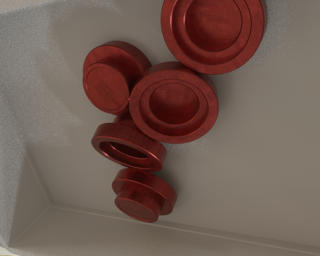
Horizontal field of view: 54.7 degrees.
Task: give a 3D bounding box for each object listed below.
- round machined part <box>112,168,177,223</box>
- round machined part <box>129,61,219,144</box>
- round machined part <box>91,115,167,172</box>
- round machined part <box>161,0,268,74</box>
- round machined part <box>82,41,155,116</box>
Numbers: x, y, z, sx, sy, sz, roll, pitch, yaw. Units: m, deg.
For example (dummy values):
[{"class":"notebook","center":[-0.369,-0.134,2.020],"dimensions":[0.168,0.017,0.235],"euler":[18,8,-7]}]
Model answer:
[{"class":"round machined part","center":[-0.028,0.105,0.458],"dimensions":[0.098,0.042,0.097],"euler":[17,144,13]},{"class":"round machined part","center":[0.017,-0.032,0.357],"dimensions":[0.099,0.042,0.097],"euler":[3,127,5]},{"class":"round machined part","center":[-0.037,0.018,0.411],"dimensions":[0.098,0.042,0.098],"euler":[16,155,8]},{"class":"round machined part","center":[0.054,-0.106,0.302],"dimensions":[0.098,0.042,0.097],"euler":[13,126,19]},{"class":"round machined part","center":[-0.058,-0.057,0.393],"dimensions":[0.098,0.042,0.097],"euler":[13,124,21]}]
